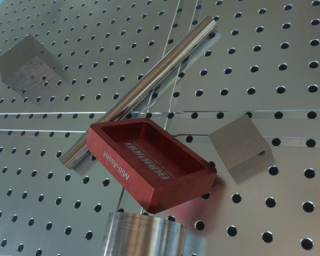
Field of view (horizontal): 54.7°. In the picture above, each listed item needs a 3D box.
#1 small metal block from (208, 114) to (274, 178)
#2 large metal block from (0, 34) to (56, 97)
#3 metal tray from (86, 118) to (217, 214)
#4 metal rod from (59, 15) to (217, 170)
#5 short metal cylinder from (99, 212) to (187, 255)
[{"bbox_3d":[0.090,0.020,0.348,0.050,0.025,0.050,-30,52,8],"label":"small metal block"},{"bbox_3d":[-0.258,-0.122,0.599,0.080,0.050,0.080,-34,52,5],"label":"large metal block"},{"bbox_3d":[-0.013,0.034,0.352,0.130,0.091,0.030,37,122,38],"label":"metal tray"},{"bbox_3d":[-0.030,-0.054,0.455,0.300,0.025,0.025,-45,51,-4],"label":"metal rod"},{"bbox_3d":[-0.017,0.118,0.307,0.080,0.080,0.050,-2,63,27],"label":"short metal cylinder"}]
